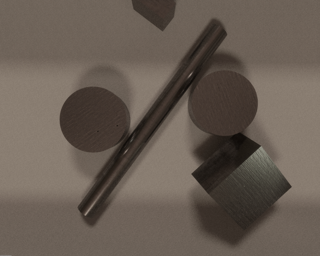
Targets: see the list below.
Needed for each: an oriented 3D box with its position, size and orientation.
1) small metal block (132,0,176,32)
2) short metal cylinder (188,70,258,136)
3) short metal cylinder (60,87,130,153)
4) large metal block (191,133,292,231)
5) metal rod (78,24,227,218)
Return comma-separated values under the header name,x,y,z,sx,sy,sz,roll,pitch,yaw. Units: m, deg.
name,x,y,z,sx,sy,sz,roll,pitch,yaw
small metal block,-0.008,-0.157,0.399,0.050,0.050,0.025,37,90,-1
short metal cylinder,0.078,-0.030,0.400,0.081,0.050,0.079,0,90,-1
short metal cylinder,-0.081,-0.010,0.398,0.081,0.050,0.079,0,90,-1
large metal block,0.101,0.065,0.386,0.080,0.050,0.080,-43,116,0
metal rod,-0.010,-0.010,0.411,0.025,0.025,0.299,36,90,-1
